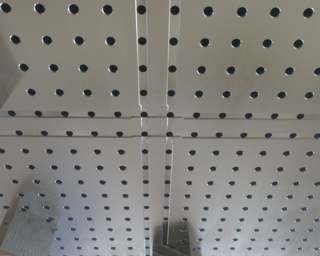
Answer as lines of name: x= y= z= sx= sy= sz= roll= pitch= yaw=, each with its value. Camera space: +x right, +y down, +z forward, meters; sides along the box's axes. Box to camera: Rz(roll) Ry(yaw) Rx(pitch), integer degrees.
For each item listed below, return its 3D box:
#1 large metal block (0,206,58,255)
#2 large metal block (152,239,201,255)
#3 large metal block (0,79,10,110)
large metal block: x=-0.237 y=0.197 z=0.541 sx=0.080 sy=0.080 sz=0.050 roll=37 pitch=121 yaw=-27
large metal block: x=0.038 y=0.278 z=0.631 sx=0.080 sy=0.050 sz=0.080 roll=-18 pitch=128 yaw=15
large metal block: x=-0.236 y=-0.050 z=0.351 sx=0.080 sy=0.050 sz=0.080 roll=-8 pitch=130 yaw=6
